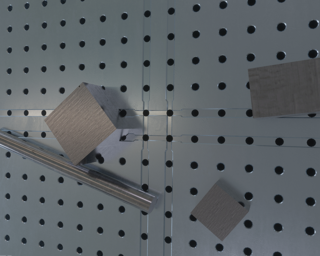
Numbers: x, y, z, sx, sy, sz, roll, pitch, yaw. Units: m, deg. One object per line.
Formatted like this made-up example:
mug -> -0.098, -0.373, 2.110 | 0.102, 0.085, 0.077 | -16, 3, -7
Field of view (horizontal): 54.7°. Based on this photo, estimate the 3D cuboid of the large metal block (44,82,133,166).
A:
large metal block -> -0.099, -0.005, 0.434 | 0.080, 0.050, 0.080 | -40, 78, 15

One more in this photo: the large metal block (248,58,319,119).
large metal block -> 0.142, -0.039, 0.333 | 0.080, 0.080, 0.050 | -6, 88, 20

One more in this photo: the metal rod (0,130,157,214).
metal rod -> -0.144, 0.057, 0.463 | 0.301, 0.025, 0.025 | 19, 96, 18

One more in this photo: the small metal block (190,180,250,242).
small metal block -> 0.075, 0.102, 0.386 | 0.050, 0.025, 0.050 | 40, 102, 15
